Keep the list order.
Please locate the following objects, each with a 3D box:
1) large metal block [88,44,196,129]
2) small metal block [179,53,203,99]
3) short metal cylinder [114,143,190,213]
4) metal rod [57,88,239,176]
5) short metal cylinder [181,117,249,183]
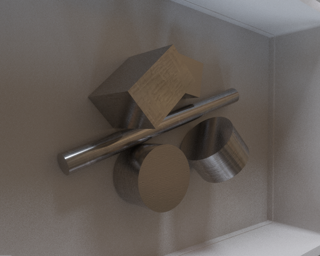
[{"bbox_3d":[-0.021,-0.045,0.354,0.080,0.080,0.050,-51,121,-28],"label":"large metal block"},{"bbox_3d":[0.032,-0.071,0.433,0.050,0.025,0.050,11,83,-40],"label":"small metal block"},{"bbox_3d":[-0.009,0.059,0.382,0.081,0.050,0.079,0,90,-40],"label":"short metal cylinder"},{"bbox_3d":[0.009,-0.008,0.415,0.302,0.025,0.025,-23,105,-38],"label":"metal rod"},{"bbox_3d":[0.077,0.030,0.437,0.050,0.080,0.080,51,60,-29],"label":"short metal cylinder"}]
